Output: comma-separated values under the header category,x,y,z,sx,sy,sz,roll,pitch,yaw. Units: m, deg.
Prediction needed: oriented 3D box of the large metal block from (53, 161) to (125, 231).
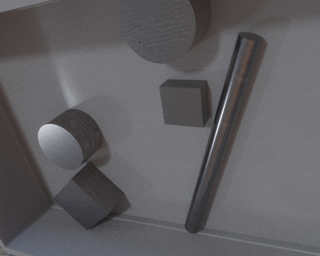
category,x,y,z,sx,sy,sz,roll,pitch,yaw
large metal block,-0.122,0.116,0.526,0.080,0.050,0.080,44,129,-3

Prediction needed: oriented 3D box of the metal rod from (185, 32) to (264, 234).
category,x,y,z,sx,sy,sz,roll,pitch,yaw
metal rod,0.070,0.031,0.389,0.025,0.025,0.298,20,126,16

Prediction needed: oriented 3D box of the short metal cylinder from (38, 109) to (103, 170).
category,x,y,z,sx,sy,sz,roll,pitch,yaw
short metal cylinder,-0.136,0.017,0.473,0.080,0.050,0.079,13,124,20

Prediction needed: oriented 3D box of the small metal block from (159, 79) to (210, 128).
category,x,y,z,sx,sy,sz,roll,pitch,yaw
small metal block,0.030,-0.030,0.373,0.050,0.025,0.050,5,121,25

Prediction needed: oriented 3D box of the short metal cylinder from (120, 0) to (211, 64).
category,x,y,z,sx,sy,sz,roll,pitch,yaw
short metal cylinder,0.007,-0.112,0.318,0.080,0.050,0.079,13,124,20
